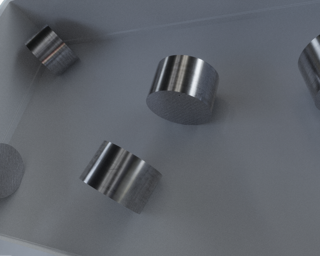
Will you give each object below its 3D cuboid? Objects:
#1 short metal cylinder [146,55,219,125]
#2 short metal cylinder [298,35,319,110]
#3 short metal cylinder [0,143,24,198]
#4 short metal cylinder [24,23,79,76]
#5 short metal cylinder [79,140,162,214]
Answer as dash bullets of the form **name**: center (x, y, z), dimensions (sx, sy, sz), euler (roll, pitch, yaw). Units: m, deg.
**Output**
- **short metal cylinder**: center (0.028, -0.044, 0.382), dimensions (0.080, 0.080, 0.050), euler (2, 63, 29)
- **short metal cylinder**: center (0.187, -0.058, 0.308), dimensions (0.080, 0.080, 0.050), euler (-18, 55, 17)
- **short metal cylinder**: center (-0.254, 0.064, 0.462), dimensions (0.050, 0.080, 0.080), euler (-6, 59, 25)
- **short metal cylinder**: center (-0.192, -0.139, 0.554), dimensions (0.050, 0.080, 0.080), euler (-43, 51, -1)
- **short metal cylinder**: center (-0.045, 0.057, 0.358), dimensions (0.080, 0.080, 0.050), euler (21, 73, 35)
